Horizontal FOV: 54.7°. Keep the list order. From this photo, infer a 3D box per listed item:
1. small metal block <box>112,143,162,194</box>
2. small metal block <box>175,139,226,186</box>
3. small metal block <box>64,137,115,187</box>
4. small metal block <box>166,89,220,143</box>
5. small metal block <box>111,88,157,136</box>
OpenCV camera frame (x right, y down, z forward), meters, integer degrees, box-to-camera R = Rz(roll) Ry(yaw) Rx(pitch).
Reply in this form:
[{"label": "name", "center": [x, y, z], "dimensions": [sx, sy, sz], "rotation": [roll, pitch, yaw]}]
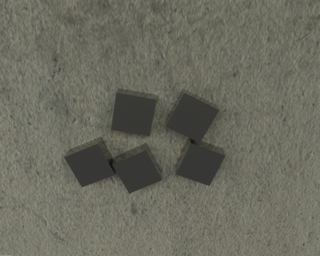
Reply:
[{"label": "small metal block", "center": [-0.031, 0.056, 0.430], "dimensions": [0.050, 0.025, 0.050], "rotation": [-24, 109, 8]}, {"label": "small metal block", "center": [0.054, 0.046, 0.427], "dimensions": [0.050, 0.025, 0.050], "rotation": [20, 109, -8]}, {"label": "small metal block", "center": [-0.094, 0.047, 0.426], "dimensions": [0.050, 0.025, 0.050], "rotation": [-22, 109, 7]}, {"label": "small metal block", "center": [0.041, -0.016, 0.404], "dimensions": [0.050, 0.025, 0.050], "rotation": [25, 108, -10]}, {"label": "small metal block", "center": [-0.033, -0.021, 0.402], "dimensions": [0.050, 0.025, 0.050], "rotation": [10, 110, -4]}]
